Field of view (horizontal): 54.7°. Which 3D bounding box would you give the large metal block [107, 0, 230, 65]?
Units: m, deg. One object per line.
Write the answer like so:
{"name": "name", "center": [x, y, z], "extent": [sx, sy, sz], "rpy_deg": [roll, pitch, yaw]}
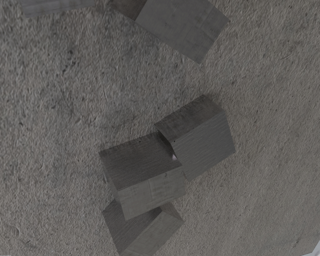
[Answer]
{"name": "large metal block", "center": [0.006, -0.114, 0.304], "extent": [0.080, 0.080, 0.050], "rpy_deg": [24, 105, -37]}

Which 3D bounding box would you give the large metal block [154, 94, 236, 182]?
{"name": "large metal block", "center": [0.050, 0.014, 0.426], "extent": [0.080, 0.050, 0.080], "rpy_deg": [-32, 129, -8]}

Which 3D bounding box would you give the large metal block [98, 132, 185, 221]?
{"name": "large metal block", "center": [-0.024, 0.058, 0.394], "extent": [0.081, 0.080, 0.050], "rpy_deg": [-20, 126, -17]}

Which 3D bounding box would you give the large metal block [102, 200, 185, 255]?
{"name": "large metal block", "center": [-0.026, 0.125, 0.435], "extent": [0.080, 0.080, 0.050], "rpy_deg": [-47, 129, 5]}

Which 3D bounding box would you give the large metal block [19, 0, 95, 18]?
{"name": "large metal block", "center": [-0.093, -0.137, 0.236], "extent": [0.050, 0.080, 0.079], "rpy_deg": [-19, 126, -18]}
